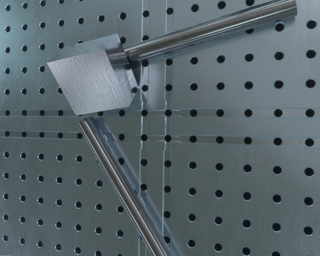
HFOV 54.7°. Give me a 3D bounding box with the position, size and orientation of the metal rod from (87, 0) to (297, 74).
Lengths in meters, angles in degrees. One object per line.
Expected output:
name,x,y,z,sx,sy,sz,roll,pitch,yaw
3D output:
metal rod,0.016,-0.113,0.406,0.301,0.025,0.025,-12,86,19

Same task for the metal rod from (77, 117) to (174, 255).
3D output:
metal rod,-0.030,0.115,0.422,0.025,0.025,0.299,-35,79,16

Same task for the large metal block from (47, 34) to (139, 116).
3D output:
large metal block,-0.084,-0.069,0.408,0.080,0.050,0.080,-8,124,19
